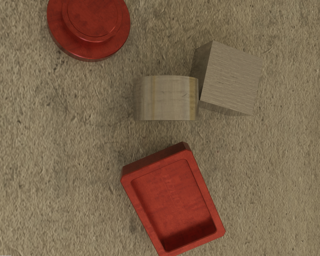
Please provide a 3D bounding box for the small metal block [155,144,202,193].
[{"bbox_3d":[0.019,0.057,0.417,0.050,0.025,0.050,46,76,-15],"label":"small metal block"}]

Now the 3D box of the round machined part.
[{"bbox_3d":[-0.083,-0.131,0.370,0.099,0.042,0.097,0,90,-21],"label":"round machined part"}]

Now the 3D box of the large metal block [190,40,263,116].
[{"bbox_3d":[0.087,-0.065,0.429,0.081,0.050,0.080,14,85,-20],"label":"large metal block"}]

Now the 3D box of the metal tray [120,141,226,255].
[{"bbox_3d":[0.017,0.093,0.389,0.090,0.030,0.129,-24,106,1],"label":"metal tray"}]

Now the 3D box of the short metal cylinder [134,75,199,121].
[{"bbox_3d":[0.008,-0.034,0.384,0.081,0.080,0.050,0,90,-20],"label":"short metal cylinder"}]
